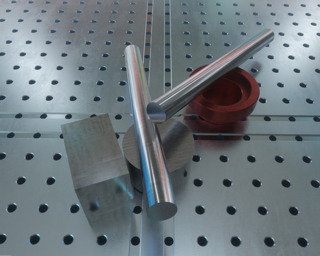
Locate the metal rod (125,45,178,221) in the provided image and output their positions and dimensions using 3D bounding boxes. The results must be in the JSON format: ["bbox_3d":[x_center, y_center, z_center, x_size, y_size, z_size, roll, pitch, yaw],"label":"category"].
[{"bbox_3d":[-0.021,-0.025,0.365,0.025,0.025,0.300,-6,39,-6],"label":"metal rod"}]

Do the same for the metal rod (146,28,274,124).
[{"bbox_3d":[0.087,-0.084,0.416,0.025,0.025,0.302,31,45,23],"label":"metal rod"}]

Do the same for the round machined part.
[{"bbox_3d":[0.085,-0.044,0.434,0.099,0.042,0.098,1,50,0],"label":"round machined part"}]

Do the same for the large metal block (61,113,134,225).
[{"bbox_3d":[-0.066,0.045,0.334,0.050,0.080,0.080,-16,52,-13],"label":"large metal block"}]

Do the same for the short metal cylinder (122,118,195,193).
[{"bbox_3d":[-0.002,0.032,0.364,0.081,0.050,0.080,0,50,0],"label":"short metal cylinder"}]
